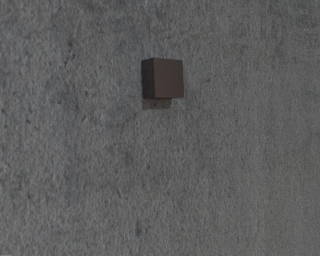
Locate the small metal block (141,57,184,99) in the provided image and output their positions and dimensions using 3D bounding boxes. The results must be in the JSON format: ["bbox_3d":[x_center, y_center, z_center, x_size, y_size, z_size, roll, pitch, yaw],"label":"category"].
[{"bbox_3d":[0.004,-0.064,0.410,0.050,0.025,0.050,-5,93,-40],"label":"small metal block"}]
